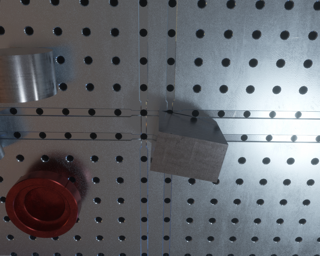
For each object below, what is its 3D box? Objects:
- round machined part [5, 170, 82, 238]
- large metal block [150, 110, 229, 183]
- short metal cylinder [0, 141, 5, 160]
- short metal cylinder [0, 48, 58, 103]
[{"bbox_3d":[-0.161,0.103,0.441,0.099,0.042,0.097,0,110,0],"label":"round machined part"},{"bbox_3d":[0.033,0.020,0.392,0.081,0.080,0.050,11,110,-4],"label":"large metal block"},{"bbox_3d":[-0.247,0.024,0.391,0.080,0.080,0.050,-11,110,4],"label":"short metal cylinder"},{"bbox_3d":[-0.164,-0.064,0.359,0.081,0.080,0.050,0,110,0],"label":"short metal cylinder"}]
